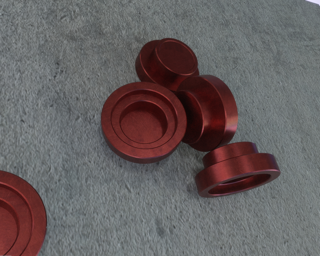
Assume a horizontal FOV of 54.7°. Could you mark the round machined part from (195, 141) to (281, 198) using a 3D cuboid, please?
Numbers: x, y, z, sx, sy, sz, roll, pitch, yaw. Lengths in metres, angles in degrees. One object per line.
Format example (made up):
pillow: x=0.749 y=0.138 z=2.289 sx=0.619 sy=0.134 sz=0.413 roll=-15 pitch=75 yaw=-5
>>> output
round machined part: x=0.090 y=0.049 z=0.375 sx=0.099 sy=0.097 sz=0.042 roll=1 pitch=61 yaw=-28

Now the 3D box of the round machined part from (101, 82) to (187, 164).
round machined part: x=-0.020 y=-0.003 z=0.372 sx=0.099 sy=0.042 sz=0.098 roll=3 pitch=65 yaw=-7

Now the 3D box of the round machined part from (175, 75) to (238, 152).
round machined part: x=0.047 y=-0.017 z=0.392 sx=0.042 sy=0.097 sz=0.098 roll=-13 pitch=69 yaw=-34

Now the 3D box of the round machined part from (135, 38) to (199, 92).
round machined part: x=0.017 y=-0.094 z=0.459 sx=0.099 sy=0.042 sz=0.098 roll=14 pitch=56 yaw=-21

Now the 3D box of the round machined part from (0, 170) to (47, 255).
round machined part: x=-0.149 y=0.087 z=0.259 sx=0.099 sy=0.042 sz=0.098 roll=14 pitch=56 yaw=-21
